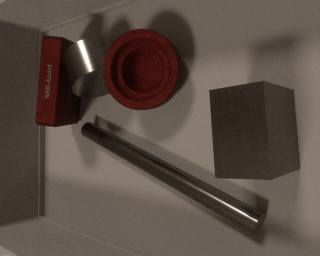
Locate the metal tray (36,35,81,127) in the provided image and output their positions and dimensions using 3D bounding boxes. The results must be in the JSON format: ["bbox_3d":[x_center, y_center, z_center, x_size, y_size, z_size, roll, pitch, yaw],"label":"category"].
[{"bbox_3d":[-0.153,-0.070,0.486,0.030,0.090,0.129,7,96,7],"label":"metal tray"}]

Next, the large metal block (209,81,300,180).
[{"bbox_3d":[0.092,0.003,0.294,0.050,0.081,0.080,-6,87,39],"label":"large metal block"}]

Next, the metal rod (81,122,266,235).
[{"bbox_3d":[-0.007,0.051,0.410,0.300,0.025,0.025,24,105,37],"label":"metal rod"}]

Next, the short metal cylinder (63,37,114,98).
[{"bbox_3d":[-0.093,-0.085,0.445,0.080,0.081,0.050,-33,70,35],"label":"short metal cylinder"}]

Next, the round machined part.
[{"bbox_3d":[-0.018,-0.072,0.394,0.098,0.042,0.097,2,96,17],"label":"round machined part"}]
